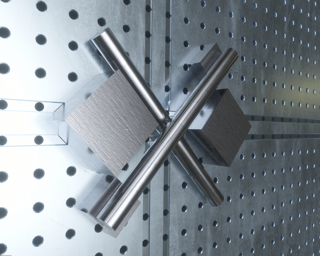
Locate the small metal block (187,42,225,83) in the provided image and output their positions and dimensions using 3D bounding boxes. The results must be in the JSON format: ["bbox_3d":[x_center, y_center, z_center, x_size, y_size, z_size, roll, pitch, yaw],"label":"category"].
[{"bbox_3d":[0.076,-0.093,0.473,0.050,0.025,0.050,-52,120,-27],"label":"small metal block"}]

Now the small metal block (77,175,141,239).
[{"bbox_3d":[-0.058,0.090,0.361,0.050,0.025,0.050,52,60,-27],"label":"small metal block"}]

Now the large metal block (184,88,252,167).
[{"bbox_3d":[0.083,-0.001,0.462,0.080,0.050,0.080,51,60,-28],"label":"large metal block"}]

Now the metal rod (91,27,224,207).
[{"bbox_3d":[0.010,0.003,0.416,0.025,0.025,0.299,-50,120,-28],"label":"metal rod"}]

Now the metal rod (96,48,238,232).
[{"bbox_3d":[0.024,-0.004,0.396,0.301,0.025,0.025,-52,121,-27],"label":"metal rod"}]

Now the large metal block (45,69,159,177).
[{"bbox_3d":[-0.061,-0.006,0.342,0.080,0.050,0.080,-51,120,-28],"label":"large metal block"}]
